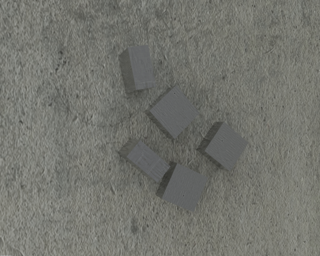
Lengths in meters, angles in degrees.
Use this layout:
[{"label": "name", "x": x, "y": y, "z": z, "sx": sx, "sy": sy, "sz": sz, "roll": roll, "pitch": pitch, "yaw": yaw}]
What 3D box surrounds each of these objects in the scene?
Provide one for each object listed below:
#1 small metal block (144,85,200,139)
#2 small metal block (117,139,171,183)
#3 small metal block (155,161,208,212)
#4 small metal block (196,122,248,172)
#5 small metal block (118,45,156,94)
[{"label": "small metal block", "x": 0.016, "y": -0.021, "z": 0.415, "sx": 0.050, "sy": 0.025, "sz": 0.050, "roll": -45, "pitch": 104, "yaw": -14}, {"label": "small metal block", "x": -0.021, "y": 0.039, "z": 0.388, "sx": 0.050, "sy": 0.050, "sz": 0.025, "roll": 42, "pitch": 77, "yaw": -15}, {"label": "small metal block", "x": 0.029, "y": 0.079, "z": 0.420, "sx": 0.050, "sy": 0.025, "sz": 0.050, "roll": 27, "pitch": 81, "yaw": -18}, {"label": "small metal block", "x": 0.089, "y": 0.026, "z": 0.442, "sx": 0.050, "sy": 0.025, "sz": 0.050, "roll": 39, "pitch": 78, "yaw": -16}, {"label": "small metal block", "x": -0.029, "y": -0.071, "z": 0.385, "sx": 0.025, "sy": 0.050, "sz": 0.050, "roll": -13, "pitch": 95, "yaw": -20}]
